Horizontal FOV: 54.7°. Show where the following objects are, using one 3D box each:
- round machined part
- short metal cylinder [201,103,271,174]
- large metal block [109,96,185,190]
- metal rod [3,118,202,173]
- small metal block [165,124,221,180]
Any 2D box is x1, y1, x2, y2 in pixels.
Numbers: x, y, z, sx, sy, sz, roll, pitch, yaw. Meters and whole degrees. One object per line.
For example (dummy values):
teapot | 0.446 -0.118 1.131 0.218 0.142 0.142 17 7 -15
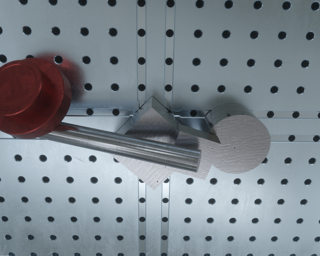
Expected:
round machined part | -0.158 -0.039 0.359 0.098 0.042 0.098 -3 71 10
short metal cylinder | 0.096 0.013 0.406 0.081 0.050 0.079 0 110 -1
large metal block | -0.009 0.019 0.405 0.080 0.050 0.080 42 104 -14
metal rod | -0.102 0.008 0.369 0.301 0.025 0.025 11 111 13
small metal block | 0.038 0.029 0.369 0.050 0.025 0.050 17 109 -7
